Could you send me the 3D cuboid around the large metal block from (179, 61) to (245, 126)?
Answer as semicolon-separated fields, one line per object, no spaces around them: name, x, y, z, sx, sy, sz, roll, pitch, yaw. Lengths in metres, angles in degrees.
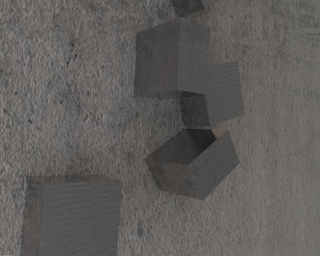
large metal block;0.074;-0.050;0.450;0.081;0.050;0.079;-17;101;-39

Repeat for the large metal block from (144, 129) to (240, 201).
large metal block;0.042;0.043;0.404;0.081;0.080;0.050;-36;113;-34

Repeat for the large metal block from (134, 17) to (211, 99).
large metal block;0.014;-0.080;0.380;0.050;0.080;0.080;4;88;-40

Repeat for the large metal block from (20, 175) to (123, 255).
large metal block;-0.089;0.091;0.314;0.081;0.050;0.080;7;86;-40

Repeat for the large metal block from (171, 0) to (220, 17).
large metal block;0.052;-0.211;0.431;0.080;0.050;0.080;-39;114;-33
